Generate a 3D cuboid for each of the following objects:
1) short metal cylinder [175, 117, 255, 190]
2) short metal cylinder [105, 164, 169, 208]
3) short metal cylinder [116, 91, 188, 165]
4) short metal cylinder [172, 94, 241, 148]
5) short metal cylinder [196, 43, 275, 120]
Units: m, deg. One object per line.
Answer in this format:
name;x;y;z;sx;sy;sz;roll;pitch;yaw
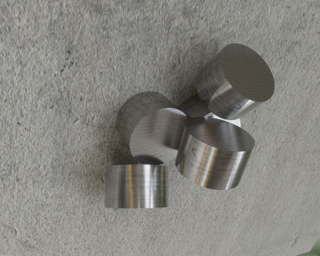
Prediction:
short metal cylinder;0.063;0.027;0.360;0.081;0.080;0.050;-2;119;-28
short metal cylinder;-0.029;0.075;0.396;0.081;0.080;0.050;7;76;-32
short metal cylinder;-0.009;0.000;0.388;0.081;0.050;0.079;-14;125;-21
short metal cylinder;0.062;-0.001;0.427;0.081;0.050;0.079;-14;125;-21
short metal cylinder;0.092;-0.056;0.381;0.081;0.080;0.050;0;156;-29
